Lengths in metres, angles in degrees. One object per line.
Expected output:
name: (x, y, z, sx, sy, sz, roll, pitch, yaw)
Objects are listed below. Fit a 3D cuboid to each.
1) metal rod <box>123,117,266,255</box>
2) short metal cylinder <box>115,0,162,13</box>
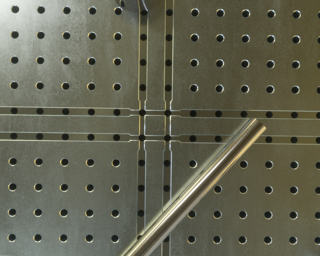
metal rod: (0.030, 0.104, 0.413, 0.025, 0.025, 0.300, 43, 90, -1)
short metal cylinder: (-0.030, -0.198, 0.400, 0.081, 0.050, 0.079, 0, 90, -1)
